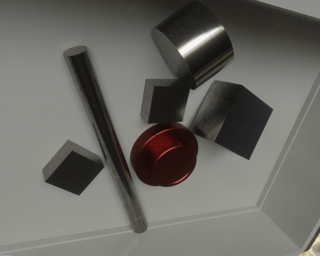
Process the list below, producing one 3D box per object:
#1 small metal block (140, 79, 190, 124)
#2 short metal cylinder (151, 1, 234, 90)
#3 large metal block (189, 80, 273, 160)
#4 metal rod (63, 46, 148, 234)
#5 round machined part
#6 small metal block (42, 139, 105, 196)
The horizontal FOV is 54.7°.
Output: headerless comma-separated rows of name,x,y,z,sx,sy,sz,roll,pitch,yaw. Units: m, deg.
small metal block,0.006,-0.034,0.392,0.050,0.025,0.050,-4,120,-27
short metal cylinder,0.035,-0.089,0.339,0.050,0.080,0.080,-37,130,-4
large metal block,0.100,-0.011,0.430,0.080,0.050,0.080,26,89,-38
metal rod,-0.059,0.039,0.401,0.025,0.025,0.298,-24,128,-14
round machined part,0.012,0.043,0.433,0.099,0.042,0.097,-14,125,-21
small metal block,-0.107,0.050,0.382,0.050,0.025,0.050,-49,129,6
